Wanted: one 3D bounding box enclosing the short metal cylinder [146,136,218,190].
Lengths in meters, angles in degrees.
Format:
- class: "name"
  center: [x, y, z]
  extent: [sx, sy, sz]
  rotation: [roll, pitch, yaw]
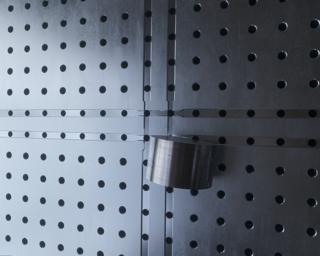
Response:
- class: "short metal cylinder"
  center: [0.026, 0.039, 0.375]
  extent: [0.080, 0.080, 0.050]
  rotation: [8, 93, 20]
